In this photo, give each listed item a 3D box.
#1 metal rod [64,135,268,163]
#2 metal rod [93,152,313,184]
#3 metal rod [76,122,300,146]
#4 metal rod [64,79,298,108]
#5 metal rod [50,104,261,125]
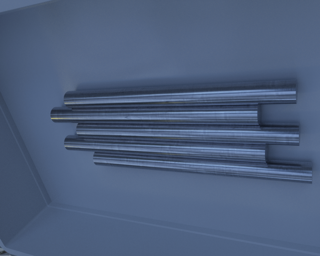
[{"bbox_3d":[-0.010,0.026,0.427,0.301,0.025,0.025,1,119,27],"label":"metal rod"},{"bbox_3d":[0.037,0.048,0.416,0.301,0.025,0.025,1,119,27],"label":"metal rod"},{"bbox_3d":[0.016,0.004,0.400,0.301,0.025,0.025,1,119,27],"label":"metal rod"},{"bbox_3d":[0.004,-0.039,0.380,0.301,0.025,0.025,1,119,27],"label":"metal rod"},{"bbox_3d":[-0.025,-0.018,0.407,0.301,0.025,0.025,1,119,27],"label":"metal rod"}]
